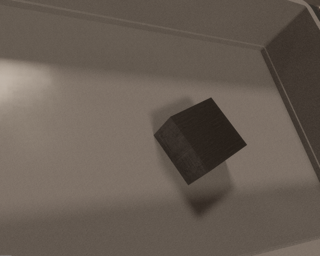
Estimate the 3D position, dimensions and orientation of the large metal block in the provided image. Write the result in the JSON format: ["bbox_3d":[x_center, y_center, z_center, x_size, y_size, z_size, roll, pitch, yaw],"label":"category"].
[{"bbox_3d":[0.053,0.016,0.410,0.081,0.050,0.080,-27,77,-37],"label":"large metal block"}]
